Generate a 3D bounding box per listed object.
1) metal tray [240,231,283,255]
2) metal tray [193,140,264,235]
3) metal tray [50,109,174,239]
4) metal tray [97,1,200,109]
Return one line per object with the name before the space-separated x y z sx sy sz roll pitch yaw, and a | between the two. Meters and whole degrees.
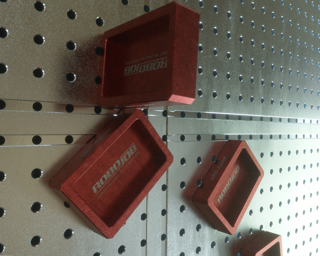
metal tray | 0.192 0.270 0.571 0.091 0.030 0.129 -12 98 -40
metal tray | 0.116 0.094 0.506 0.130 0.030 0.090 -53 121 -27
metal tray | -0.049 0.050 0.366 0.130 0.030 0.090 -49 119 -29
metal tray | -0.018 -0.068 0.327 0.030 0.130 0.089 6 86 -40
